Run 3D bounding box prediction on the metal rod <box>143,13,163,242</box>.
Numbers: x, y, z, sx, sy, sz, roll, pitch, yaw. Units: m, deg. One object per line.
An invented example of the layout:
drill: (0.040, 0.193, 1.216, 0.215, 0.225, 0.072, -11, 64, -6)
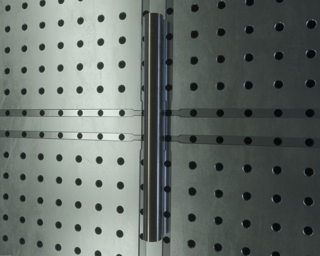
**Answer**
metal rod: (-0.009, -0.001, 0.415, 0.025, 0.025, 0.298, 0, 90, 19)
